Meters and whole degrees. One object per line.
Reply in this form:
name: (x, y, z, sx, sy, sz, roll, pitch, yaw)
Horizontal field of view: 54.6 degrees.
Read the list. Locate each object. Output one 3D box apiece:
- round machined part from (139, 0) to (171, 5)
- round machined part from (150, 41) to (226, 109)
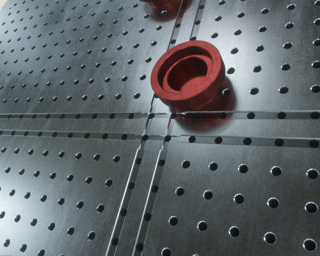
round machined part: (-0.001, -0.262, 0.560, 0.098, 0.042, 0.098, -13, 56, 21)
round machined part: (0.040, -0.067, 0.418, 0.098, 0.042, 0.098, -13, 56, 21)
